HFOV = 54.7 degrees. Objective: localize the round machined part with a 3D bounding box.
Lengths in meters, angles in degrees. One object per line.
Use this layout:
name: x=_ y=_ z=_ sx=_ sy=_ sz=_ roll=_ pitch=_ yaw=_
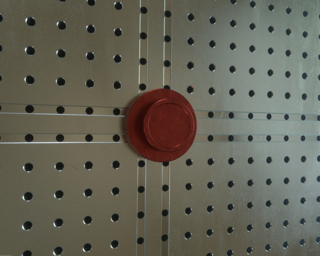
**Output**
round machined part: x=0.005 y=-0.003 z=0.406 sx=0.099 sy=0.042 sz=0.097 roll=0 pitch=90 yaw=-21
